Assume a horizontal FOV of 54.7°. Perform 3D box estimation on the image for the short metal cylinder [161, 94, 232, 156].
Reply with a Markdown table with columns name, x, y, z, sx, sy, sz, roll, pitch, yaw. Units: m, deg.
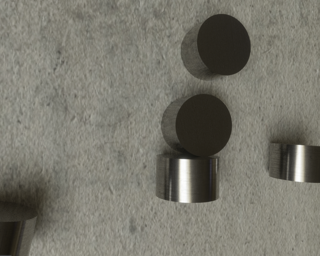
| name | x | y | z | sx | sy | sz | roll | pitch | yaw |
| --- | --- | --- | --- | --- | --- | --- | --- | --- | --- |
| short metal cylinder | 0.048 | -0.003 | 0.415 | 0.081 | 0.050 | 0.079 | 0 | 90 | -21 |

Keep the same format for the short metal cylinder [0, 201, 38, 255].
| name | x | y | z | sx | sy | sz | roll | pitch | yaw |
| --- | --- | --- | --- | --- | --- | --- | --- | --- | --- |
| short metal cylinder | -0.173 | 0.109 | 0.316 | 0.081 | 0.080 | 0.050 | 12 | 86 | -20 |

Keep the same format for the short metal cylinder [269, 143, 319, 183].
| name | x | y | z | sx | sy | sz | roll | pitch | yaw |
| --- | --- | --- | --- | --- | --- | --- | --- | --- | --- |
| short metal cylinder | 0.204 | 0.049 | 0.457 | 0.081 | 0.080 | 0.050 | 4 | 89 | -20 |

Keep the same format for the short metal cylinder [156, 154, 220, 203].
| name | x | y | z | sx | sy | sz | roll | pitch | yaw |
| --- | --- | --- | --- | --- | --- | --- | --- | --- | --- |
| short metal cylinder | 0.035 | 0.061 | 0.394 | 0.081 | 0.080 | 0.050 | 1 | 90 | -20 |

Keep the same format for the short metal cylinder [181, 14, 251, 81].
| name | x | y | z | sx | sy | sz | roll | pitch | yaw |
| --- | --- | --- | --- | --- | --- | --- | --- | --- | --- |
| short metal cylinder | 0.075 | -0.108 | 0.425 | 0.081 | 0.050 | 0.079 | 0 | 90 | -21 |
